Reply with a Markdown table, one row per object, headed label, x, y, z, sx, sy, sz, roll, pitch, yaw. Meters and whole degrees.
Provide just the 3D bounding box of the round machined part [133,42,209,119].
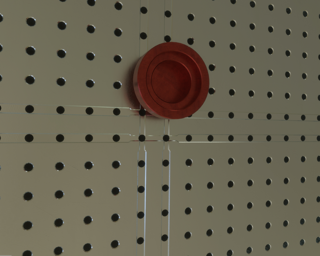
| label | x | y | z | sx | sy | sz | roll | pitch | yaw |
| --- | --- | --- | --- | --- | --- | --- | --- | --- | --- |
| round machined part | 0.012 | -0.060 | 0.409 | 0.099 | 0.042 | 0.097 | 0 | 90 | -21 |
